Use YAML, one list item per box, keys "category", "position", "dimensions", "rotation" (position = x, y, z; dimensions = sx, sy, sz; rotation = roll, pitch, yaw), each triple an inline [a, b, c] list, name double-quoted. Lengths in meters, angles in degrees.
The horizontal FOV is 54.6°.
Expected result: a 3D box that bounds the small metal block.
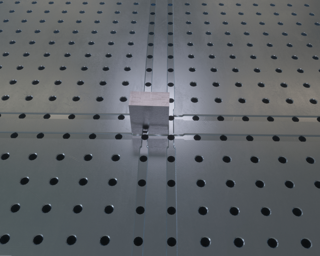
- category: "small metal block"
  position: [-0.013, -0.021, 0.409]
  dimensions: [0.050, 0.050, 0.025]
  rotation: [2, 50, 1]
